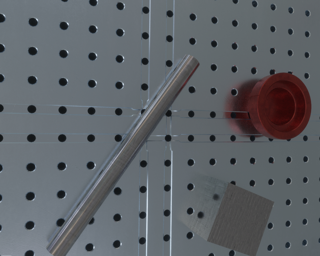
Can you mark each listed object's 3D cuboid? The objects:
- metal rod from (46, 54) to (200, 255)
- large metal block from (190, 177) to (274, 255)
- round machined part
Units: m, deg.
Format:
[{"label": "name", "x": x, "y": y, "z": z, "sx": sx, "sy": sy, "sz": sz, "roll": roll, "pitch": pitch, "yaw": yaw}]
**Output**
[{"label": "metal rod", "x": -0.040, "y": 0.027, "z": 0.397, "sx": 0.025, "sy": 0.025, "sz": 0.300, "roll": 38, "pitch": 78, "yaw": -16}, {"label": "large metal block", "x": 0.101, "y": 0.123, "z": 0.437, "sx": 0.080, "sy": 0.050, "sz": 0.080, "roll": 25, "pitch": 82, "yaw": -19}, {"label": "round machined part", "x": 0.174, "y": -0.032, "z": 0.468, "sx": 0.099, "sy": 0.042, "sz": 0.097, "roll": 0, "pitch": 90, "yaw": -20}]
